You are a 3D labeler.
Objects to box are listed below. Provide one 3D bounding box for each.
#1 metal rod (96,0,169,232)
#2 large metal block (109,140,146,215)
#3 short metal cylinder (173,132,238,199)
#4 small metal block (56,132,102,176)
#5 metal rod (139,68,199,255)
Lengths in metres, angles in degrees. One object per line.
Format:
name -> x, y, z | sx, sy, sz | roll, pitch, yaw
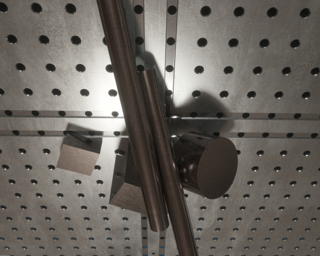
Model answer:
metal rod -> -0.027, -0.012, 0.341 | 0.025, 0.025, 0.298 | -8, 111, 6
large metal block -> -0.020, 0.072, 0.437 | 0.080, 0.080, 0.050 | 22, 127, -18
short metal cylinder -> 0.058, 0.048, 0.409 | 0.050, 0.080, 0.080 | 11, 147, 48
small metal block -> -0.115, 0.038, 0.442 | 0.050, 0.025, 0.050 | 17, 128, -15
metal rod -> 0.016, 0.076, 0.385 | 0.025, 0.025, 0.298 | -12, 101, 9
